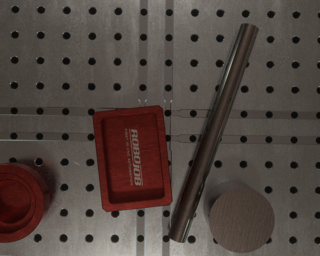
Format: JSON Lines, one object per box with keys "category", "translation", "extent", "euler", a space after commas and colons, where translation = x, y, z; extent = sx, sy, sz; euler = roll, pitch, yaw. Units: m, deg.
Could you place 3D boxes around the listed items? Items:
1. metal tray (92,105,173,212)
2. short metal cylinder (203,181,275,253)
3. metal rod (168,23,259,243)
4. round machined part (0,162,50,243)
{"category": "metal tray", "translation": [-0.035, 0.039, 0.410], "extent": [0.091, 0.030, 0.129], "euler": [-6, 90, -1]}
{"category": "short metal cylinder", "translation": [0.100, 0.113, 0.402], "extent": [0.081, 0.050, 0.079], "euler": [0, 90, -1]}
{"category": "metal rod", "translation": [0.071, 0.007, 0.414], "extent": [0.025, 0.025, 0.298], "euler": [19, 90, -1]}
{"category": "round machined part", "translation": [-0.192, 0.093, 0.402], "extent": [0.099, 0.042, 0.097], "euler": [0, 90, -1]}
